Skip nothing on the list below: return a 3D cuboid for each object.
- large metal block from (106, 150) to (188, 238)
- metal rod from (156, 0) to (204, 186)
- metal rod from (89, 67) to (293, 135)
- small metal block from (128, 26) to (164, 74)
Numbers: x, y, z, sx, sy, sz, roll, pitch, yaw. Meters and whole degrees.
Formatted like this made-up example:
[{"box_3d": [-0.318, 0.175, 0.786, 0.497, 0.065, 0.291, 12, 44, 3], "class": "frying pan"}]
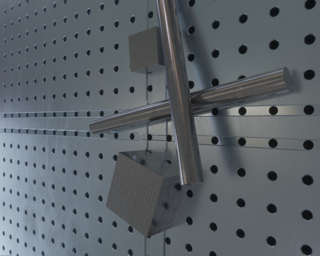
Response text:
[{"box_3d": [-0.019, 0.082, 0.409, 0.080, 0.050, 0.079, 24, 105, 37], "class": "large metal block"}, {"box_3d": [0.017, -0.083, 0.370, 0.025, 0.025, 0.299, -20, 70, 38], "class": "metal rod"}, {"box_3d": [0.012, -0.025, 0.399, 0.300, 0.025, 0.025, -12, 83, 39], "class": "metal rod"}, {"box_3d": [-0.015, -0.104, 0.422, 0.050, 0.025, 0.050, -6, 86, 40], "class": "small metal block"}]
